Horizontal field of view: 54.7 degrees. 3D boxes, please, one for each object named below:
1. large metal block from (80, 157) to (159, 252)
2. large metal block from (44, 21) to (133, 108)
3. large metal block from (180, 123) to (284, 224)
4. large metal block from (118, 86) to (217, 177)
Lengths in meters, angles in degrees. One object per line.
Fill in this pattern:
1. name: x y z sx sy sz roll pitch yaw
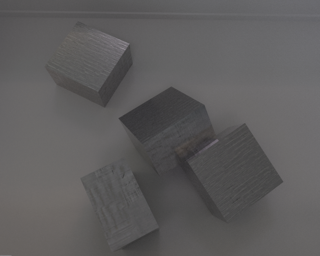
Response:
1. large metal block: -0.041 0.088 0.348 0.050 0.080 0.080 -26 72 -9
2. large metal block: -0.094 -0.087 0.427 0.080 0.050 0.080 26 72 9
3. large metal block: 0.081 0.051 0.367 0.080 0.050 0.080 -33 90 -11
4. large metal block: 0.007 0.000 0.375 0.080 0.050 0.080 -32 32 -11
